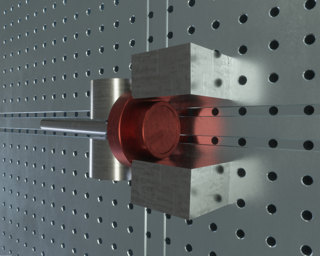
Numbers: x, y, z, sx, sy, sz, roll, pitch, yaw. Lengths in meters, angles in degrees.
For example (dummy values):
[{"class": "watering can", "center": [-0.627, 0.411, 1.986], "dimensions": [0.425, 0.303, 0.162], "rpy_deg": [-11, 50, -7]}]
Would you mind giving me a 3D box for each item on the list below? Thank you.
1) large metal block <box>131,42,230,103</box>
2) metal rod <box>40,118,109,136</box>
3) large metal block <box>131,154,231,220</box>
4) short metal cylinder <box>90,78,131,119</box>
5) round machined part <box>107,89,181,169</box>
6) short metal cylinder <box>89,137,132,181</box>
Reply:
[{"class": "large metal block", "center": [0.025, -0.058, 0.354], "dimensions": [0.080, 0.081, 0.050], "rpy_deg": [0, 90, 40]}, {"class": "metal rod", "center": [-0.107, -0.001, 0.483], "dimensions": [0.300, 0.025, 0.025], "rpy_deg": [3, 92, 44]}, {"class": "large metal block", "center": [0.024, 0.062, 0.354], "dimensions": [0.080, 0.081, 0.050], "rpy_deg": [4, 93, 40]}, {"class": "short metal cylinder", "center": [-0.053, -0.037, 0.418], "dimensions": [0.080, 0.081, 0.050], "rpy_deg": [1, 91, 40]}, {"class": "round machined part", "center": [-0.012, 0.002, 0.371], "dimensions": [0.042, 0.099, 0.097], "rpy_deg": [1, 91, 40]}, {"class": "short metal cylinder", "center": [-0.054, 0.038, 0.418], "dimensions": [0.080, 0.081, 0.050], "rpy_deg": [2, 92, 40]}]
